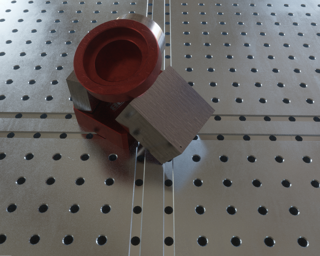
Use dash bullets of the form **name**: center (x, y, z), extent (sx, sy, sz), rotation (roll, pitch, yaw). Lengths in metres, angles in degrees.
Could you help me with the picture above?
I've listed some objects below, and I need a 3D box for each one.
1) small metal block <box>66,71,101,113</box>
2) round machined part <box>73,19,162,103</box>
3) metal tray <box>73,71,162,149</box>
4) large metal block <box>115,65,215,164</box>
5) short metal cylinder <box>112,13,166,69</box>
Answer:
- **small metal block**: center (-0.091, -0.057, 0.397), extent (0.025, 0.050, 0.050), rotation (15, 52, 12)
- **round machined part**: center (-0.046, -0.074, 0.361), extent (0.098, 0.042, 0.098), rotation (-4, 70, 10)
- **metal tray**: center (-0.044, -0.040, 0.438), extent (0.090, 0.030, 0.131), rotation (28, 55, 21)
- **large metal block**: center (0.007, -0.016, 0.381), extent (0.080, 0.050, 0.080), rotation (44, 57, -5)
- **short metal cylinder**: center (-0.037, -0.106, 0.421), extent (0.080, 0.080, 0.050), rotation (10, 51, 8)
